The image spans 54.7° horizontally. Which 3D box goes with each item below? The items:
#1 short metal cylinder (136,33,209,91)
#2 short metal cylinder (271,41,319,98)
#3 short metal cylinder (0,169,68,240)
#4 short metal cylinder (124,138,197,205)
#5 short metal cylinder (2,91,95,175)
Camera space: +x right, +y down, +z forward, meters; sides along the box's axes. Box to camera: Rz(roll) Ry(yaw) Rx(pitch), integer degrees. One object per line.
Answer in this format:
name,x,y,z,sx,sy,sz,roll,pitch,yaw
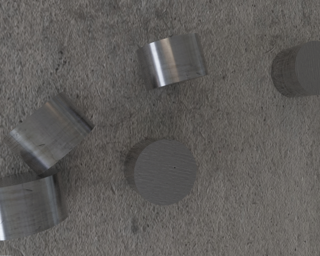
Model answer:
short metal cylinder,0.016,-0.080,0.385,0.081,0.080,0.050,-17,96,-19
short metal cylinder,0.221,-0.088,0.477,0.081,0.050,0.080,0,90,-20
short metal cylinder,-0.143,0.077,0.327,0.081,0.080,0.050,-10,94,-20
short metal cylinder,-0.001,0.053,0.395,0.081,0.050,0.080,0,90,-20
short metal cylinder,-0.119,0.005,0.336,0.080,0.080,0.050,-43,104,-15
